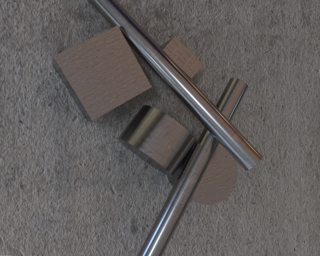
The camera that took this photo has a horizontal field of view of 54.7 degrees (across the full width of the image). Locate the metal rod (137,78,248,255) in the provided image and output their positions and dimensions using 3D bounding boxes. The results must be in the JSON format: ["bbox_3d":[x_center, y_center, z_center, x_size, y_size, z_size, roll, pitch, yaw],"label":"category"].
[{"bbox_3d":[0.029,0.073,0.366,0.025,0.025,0.300,32,80,-17],"label":"metal rod"}]

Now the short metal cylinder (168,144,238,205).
[{"bbox_3d":[0.056,0.058,0.417,0.081,0.050,0.080,0,90,-20],"label":"short metal cylinder"}]

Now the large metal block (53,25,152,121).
[{"bbox_3d":[-0.070,-0.062,0.370,0.080,0.050,0.080,-32,101,-17],"label":"large metal block"}]

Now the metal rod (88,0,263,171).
[{"bbox_3d":[0.006,-0.070,0.363,0.025,0.025,0.300,-41,85,-15],"label":"metal rod"}]

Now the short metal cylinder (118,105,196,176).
[{"bbox_3d":[-0.004,0.016,0.379,0.080,0.080,0.050,39,78,-16],"label":"short metal cylinder"}]

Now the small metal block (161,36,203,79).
[{"bbox_3d":[0.020,-0.087,0.403,0.050,0.050,0.025,41,77,-16],"label":"small metal block"}]
